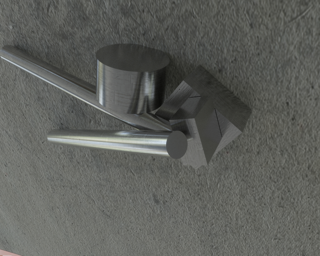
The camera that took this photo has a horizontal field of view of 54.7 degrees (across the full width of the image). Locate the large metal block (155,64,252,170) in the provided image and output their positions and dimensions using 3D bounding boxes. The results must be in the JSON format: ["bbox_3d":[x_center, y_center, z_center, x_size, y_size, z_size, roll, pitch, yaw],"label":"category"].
[{"bbox_3d":[0.044,-0.011,0.359,0.080,0.050,0.080,42,130,0],"label":"large metal block"}]

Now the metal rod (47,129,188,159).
[{"bbox_3d":[-0.078,0.014,0.388,0.300,0.025,0.025,0,121,52],"label":"metal rod"}]

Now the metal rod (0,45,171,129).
[{"bbox_3d":[-0.103,-0.050,0.393,0.300,0.025,0.025,27,128,25],"label":"metal rod"}]

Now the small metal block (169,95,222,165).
[{"bbox_3d":[0.037,0.002,0.305,0.025,0.050,0.050,-4,117,30],"label":"small metal block"}]

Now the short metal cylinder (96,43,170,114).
[{"bbox_3d":[-0.032,-0.058,0.354,0.080,0.080,0.050,19,126,16],"label":"short metal cylinder"}]
